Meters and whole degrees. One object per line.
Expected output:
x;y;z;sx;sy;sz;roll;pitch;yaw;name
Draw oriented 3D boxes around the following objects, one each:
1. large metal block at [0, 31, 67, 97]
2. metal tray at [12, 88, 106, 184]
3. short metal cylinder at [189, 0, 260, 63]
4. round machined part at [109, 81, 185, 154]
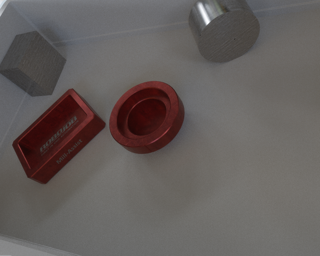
-0.226;-0.113;0.555;0.050;0.080;0.080;-1;61;27;large metal block
-0.157;0.010;0.476;0.130;0.030;0.090;-44;51;-3;metal tray
0.083;-0.134;0.408;0.080;0.080;0.050;-23;54;14;short metal cylinder
-0.013;-0.010;0.407;0.098;0.042;0.098;-13;56;20;round machined part
